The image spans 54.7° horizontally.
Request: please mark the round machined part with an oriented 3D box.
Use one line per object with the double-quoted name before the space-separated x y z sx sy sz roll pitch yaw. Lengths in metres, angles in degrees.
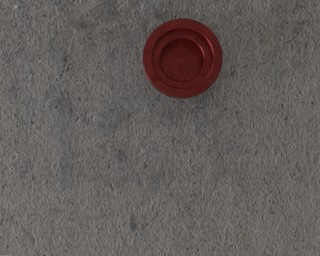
"round machined part" 0.028 -0.086 0.401 0.099 0.042 0.097 0 90 0
